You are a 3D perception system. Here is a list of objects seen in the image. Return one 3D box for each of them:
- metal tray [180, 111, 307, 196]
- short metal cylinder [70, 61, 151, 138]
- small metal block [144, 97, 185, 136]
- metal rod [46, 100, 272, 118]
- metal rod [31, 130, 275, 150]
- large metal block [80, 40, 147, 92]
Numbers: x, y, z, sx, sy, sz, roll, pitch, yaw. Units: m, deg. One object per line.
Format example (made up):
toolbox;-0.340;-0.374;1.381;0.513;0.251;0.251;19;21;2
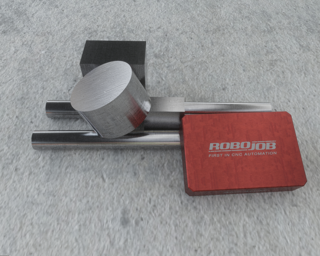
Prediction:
metal tray;0.092;0.029;0.360;0.131;0.030;0.090;-2;68;-4
short metal cylinder;-0.058;-0.034;0.370;0.080;0.050;0.080;-16;46;17
small metal block;0.005;-0.014;0.399;0.050;0.050;0.025;1;50;0
metal rod;-0.002;-0.024;0.425;0.302;0.025;0.025;1;50;0
metal rod;-0.006;0.015;0.392;0.302;0.025;0.025;0;50;-1
large metal block;-0.059;-0.073;0.430;0.081;0.080;0.050;1;50;0
